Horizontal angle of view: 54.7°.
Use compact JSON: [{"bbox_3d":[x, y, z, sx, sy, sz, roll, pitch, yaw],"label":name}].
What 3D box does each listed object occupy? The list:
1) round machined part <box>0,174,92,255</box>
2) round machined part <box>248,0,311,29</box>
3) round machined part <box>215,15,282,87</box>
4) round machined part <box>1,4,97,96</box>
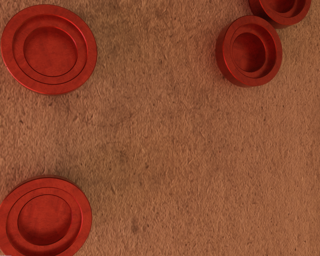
[{"bbox_3d":[-0.130,0.101,0.352,0.099,0.042,0.097,0,90,-20],"label":"round machined part"},{"bbox_3d":[0.173,-0.197,0.463,0.099,0.042,0.097,0,90,-20],"label":"round machined part"},{"bbox_3d":[0.122,-0.106,0.444,0.099,0.042,0.097,0,90,-20],"label":"round machined part"},{"bbox_3d":[-0.124,-0.085,0.354,0.099,0.042,0.097,0,90,-20],"label":"round machined part"}]
